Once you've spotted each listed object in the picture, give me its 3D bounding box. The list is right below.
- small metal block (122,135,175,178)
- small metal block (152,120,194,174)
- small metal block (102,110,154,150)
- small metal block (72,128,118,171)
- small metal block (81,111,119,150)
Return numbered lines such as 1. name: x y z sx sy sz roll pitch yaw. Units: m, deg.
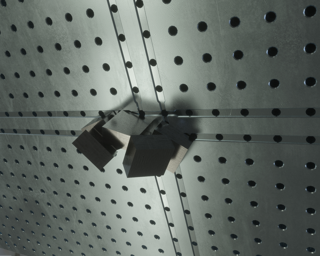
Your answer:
1. small metal block: -0.015 0.035 0.389 0.050 0.025 0.050 0 131 -25
2. small metal block: 0.011 0.026 0.421 0.050 0.025 0.050 31 128 7
3. small metal block: -0.043 0.004 0.418 0.050 0.050 0.025 17 125 18
4. small metal block: -0.086 0.027 0.419 0.025 0.050 0.050 -45 94 1
5. small metal block: -0.080 0.009 0.457 0.050 0.025 0.050 -21 108 35
